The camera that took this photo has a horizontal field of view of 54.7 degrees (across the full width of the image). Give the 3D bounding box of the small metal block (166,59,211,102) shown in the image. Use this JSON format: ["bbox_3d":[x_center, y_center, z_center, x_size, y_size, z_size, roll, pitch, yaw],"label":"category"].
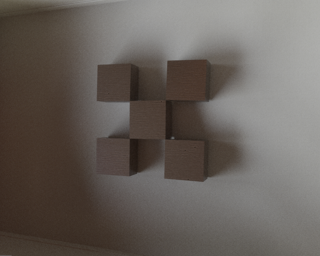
[{"bbox_3d":[0.036,-0.059,0.395,0.050,0.025,0.050,3,91,20],"label":"small metal block"}]

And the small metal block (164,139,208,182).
[{"bbox_3d":[0.034,0.040,0.396,0.050,0.025,0.050,1,91,20],"label":"small metal block"}]

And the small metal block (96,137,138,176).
[{"bbox_3d":[-0.060,0.039,0.429,0.050,0.025,0.050,1,90,20],"label":"small metal block"}]

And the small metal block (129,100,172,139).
[{"bbox_3d":[-0.012,-0.011,0.412,0.050,0.025,0.050,1,90,20],"label":"small metal block"}]

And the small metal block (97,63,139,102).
[{"bbox_3d":[-0.058,-0.061,0.429,0.050,0.025,0.050,2,91,20],"label":"small metal block"}]
